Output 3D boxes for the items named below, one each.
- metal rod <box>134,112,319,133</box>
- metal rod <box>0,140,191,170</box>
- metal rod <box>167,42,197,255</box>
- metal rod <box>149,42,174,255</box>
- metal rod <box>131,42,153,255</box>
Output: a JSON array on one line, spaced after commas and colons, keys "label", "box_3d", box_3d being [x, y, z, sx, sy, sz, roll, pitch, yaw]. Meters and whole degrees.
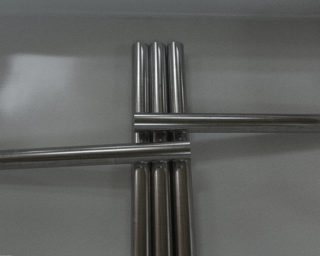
[{"label": "metal rod", "box_3d": [0.119, -0.006, 0.394, 0.302, 0.025, 0.025, 0, 70, -7]}, {"label": "metal rod", "box_3d": [-0.114, 0.035, 0.377, 0.302, 0.025, 0.025, -3, 70, 5]}, {"label": "metal rod", "box_3d": [0.026, 0.022, 0.401, 0.025, 0.025, 0.299, -1, 70, -1]}, {"label": "metal rod", "box_3d": [0.000, 0.022, 0.400, 0.025, 0.025, 0.299, -1, 70, -1]}, {"label": "metal rod", "box_3d": [-0.024, 0.023, 0.400, 0.025, 0.025, 0.299, -1, 70, -1]}]
